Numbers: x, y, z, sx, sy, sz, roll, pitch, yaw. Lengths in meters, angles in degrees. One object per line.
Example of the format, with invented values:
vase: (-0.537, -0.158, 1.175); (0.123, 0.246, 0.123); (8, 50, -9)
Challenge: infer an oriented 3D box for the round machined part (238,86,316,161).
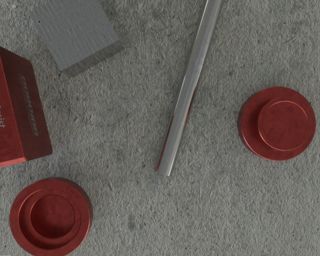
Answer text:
round machined part: (0.155, -0.006, 0.404); (0.099, 0.042, 0.097); (0, 90, -1)

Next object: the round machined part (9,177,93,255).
round machined part: (-0.136, 0.112, 0.400); (0.099, 0.042, 0.097); (0, 90, -1)

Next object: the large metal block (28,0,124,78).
large metal block: (-0.103, -0.122, 0.396); (0.080, 0.050, 0.080); (-29, 90, 0)

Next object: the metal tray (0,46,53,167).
metal tray: (-0.174, -0.024, 0.375); (0.030, 0.090, 0.129); (-13, 90, 0)

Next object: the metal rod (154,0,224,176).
metal rod: (0.046, -0.083, 0.410); (0.025, 0.025, 0.298); (17, 90, -1)
